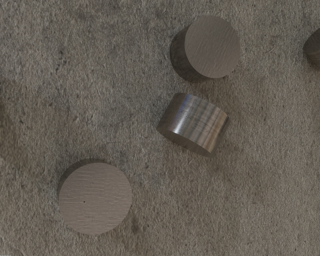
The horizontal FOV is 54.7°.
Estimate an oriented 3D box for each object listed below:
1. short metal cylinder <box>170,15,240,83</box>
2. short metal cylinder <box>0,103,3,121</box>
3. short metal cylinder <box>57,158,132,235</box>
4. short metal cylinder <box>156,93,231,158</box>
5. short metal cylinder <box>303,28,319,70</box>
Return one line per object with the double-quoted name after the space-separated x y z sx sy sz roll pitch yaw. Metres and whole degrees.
0.060 -0.103 0.417 0.081 0.050 0.080 0 90 -20 "short metal cylinder"
-0.197 -0.037 0.307 0.050 0.080 0.080 -20 97 -19 "short metal cylinder"
-0.079 0.078 0.367 0.081 0.050 0.080 0 90 -20 "short metal cylinder"
0.042 -0.003 0.395 0.080 0.080 0.050 31 80 -18 "short metal cylinder"
0.274 -0.128 0.480 0.050 0.080 0.080 43 77 -15 "short metal cylinder"
